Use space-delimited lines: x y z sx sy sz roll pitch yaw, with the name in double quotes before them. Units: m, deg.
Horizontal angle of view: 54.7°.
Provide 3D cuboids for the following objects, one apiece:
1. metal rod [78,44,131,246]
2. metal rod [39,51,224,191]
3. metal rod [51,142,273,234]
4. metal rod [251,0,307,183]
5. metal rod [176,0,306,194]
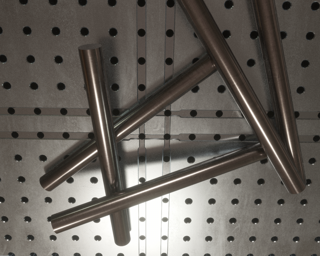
"metal rod" -0.066 0.043 0.403 0.025 0.025 0.298 -3 119 1
"metal rod" -0.042 -0.006 0.410 0.300 0.025 0.025 -35 107 11
"metal rod" 0.007 0.075 0.412 0.302 0.025 0.025 -19 110 -6
"metal rod" 0.152 -0.055 0.395 0.025 0.025 0.298 -17 110 6
"metal rod" 0.104 -0.036 0.374 0.025 0.025 0.299 -32 108 10
